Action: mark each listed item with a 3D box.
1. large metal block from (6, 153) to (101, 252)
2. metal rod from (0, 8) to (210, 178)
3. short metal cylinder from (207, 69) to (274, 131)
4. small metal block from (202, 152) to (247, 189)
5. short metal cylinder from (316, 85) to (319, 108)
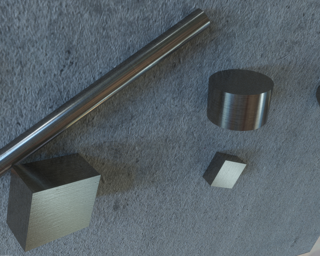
[{"bbox_3d":[-0.124,0.082,0.360,0.081,0.050,0.079,-10,125,-46],"label":"large metal block"},{"bbox_3d":[-0.071,-0.037,0.345,0.301,0.025,0.025,-37,130,-4],"label":"metal rod"},{"bbox_3d":[0.103,-0.039,0.406,0.081,0.080,0.050,-15,125,-20],"label":"short metal cylinder"},{"bbox_3d":[0.106,0.070,0.511,0.050,0.025,0.050,14,111,-34],"label":"small metal block"},{"bbox_3d":[0.309,-0.047,0.515,0.080,0.080,0.050,-43,130,1],"label":"short metal cylinder"}]
